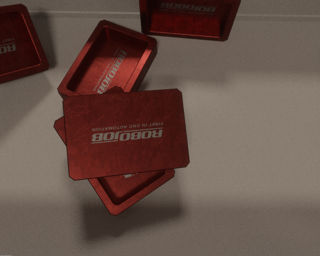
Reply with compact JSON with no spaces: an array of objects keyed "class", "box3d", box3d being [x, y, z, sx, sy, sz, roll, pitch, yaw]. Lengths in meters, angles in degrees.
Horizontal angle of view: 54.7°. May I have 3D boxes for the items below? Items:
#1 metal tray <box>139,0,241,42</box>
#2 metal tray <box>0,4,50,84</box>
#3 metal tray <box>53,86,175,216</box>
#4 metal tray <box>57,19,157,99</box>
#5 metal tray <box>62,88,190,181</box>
[{"class":"metal tray","box3d":[0.039,-0.166,0.436,0.131,0.090,0.030,5,70,1]},{"class":"metal tray","box3d":[-0.219,-0.098,0.389,0.131,0.030,0.089,-28,107,-37]},{"class":"metal tray","box3d":[-0.054,0.027,0.376,0.090,0.030,0.130,-33,91,-12]},{"class":"metal tray","box3d":[-0.070,-0.082,0.435,0.090,0.030,0.130,23,71,7]},{"class":"metal tray","box3d":[-0.037,0.006,0.350,0.131,0.030,0.089,-5,86,-11]}]
